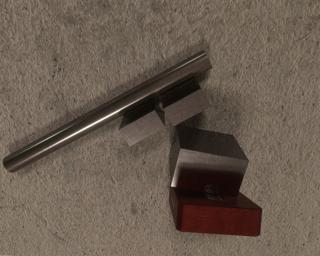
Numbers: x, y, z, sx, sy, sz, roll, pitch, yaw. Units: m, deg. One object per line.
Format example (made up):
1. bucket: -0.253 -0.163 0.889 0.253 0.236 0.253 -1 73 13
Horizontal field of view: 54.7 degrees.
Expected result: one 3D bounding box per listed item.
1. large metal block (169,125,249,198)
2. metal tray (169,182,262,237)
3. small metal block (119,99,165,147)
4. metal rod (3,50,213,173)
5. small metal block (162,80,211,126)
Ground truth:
1. large metal block: 0.057 0.039 0.396 0.081 0.080 0.050 11 110 -4
2. metal tray: 0.061 0.096 0.389 0.091 0.130 0.030 5 90 -2
3. small metal block: -0.022 -0.008 0.393 0.050 0.050 0.025 -29 108 10
4. metal rod: -0.074 -0.017 0.402 0.301 0.025 0.025 -27 108 9
5. small metal block: 0.032 -0.032 0.385 0.050 0.050 0.025 -28 108 9
